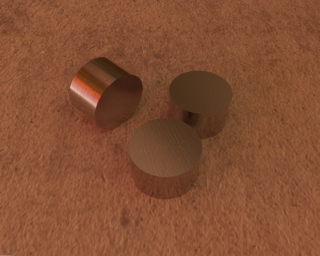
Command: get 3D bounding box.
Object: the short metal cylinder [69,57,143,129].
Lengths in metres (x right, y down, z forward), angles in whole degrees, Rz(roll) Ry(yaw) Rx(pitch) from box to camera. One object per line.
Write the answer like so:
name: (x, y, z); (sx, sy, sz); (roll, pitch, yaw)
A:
short metal cylinder: (-0.069, -0.045, 0.404); (0.050, 0.080, 0.080); (36, 59, 26)

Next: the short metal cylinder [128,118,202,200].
short metal cylinder: (0.006, 0.035, 0.358); (0.081, 0.050, 0.080); (0, 50, 0)

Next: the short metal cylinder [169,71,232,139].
short metal cylinder: (0.052, -0.032, 0.414); (0.081, 0.050, 0.080); (0, 50, 0)
